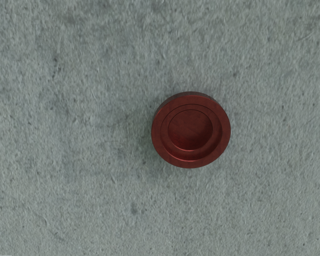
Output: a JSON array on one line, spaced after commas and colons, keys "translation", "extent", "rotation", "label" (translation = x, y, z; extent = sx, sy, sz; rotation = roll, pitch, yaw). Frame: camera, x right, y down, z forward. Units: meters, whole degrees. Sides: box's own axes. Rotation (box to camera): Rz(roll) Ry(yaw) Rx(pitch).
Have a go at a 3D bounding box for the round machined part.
[{"translation": [0.038, 0.000, 0.401], "extent": [0.099, 0.042, 0.097], "rotation": [0, 110, -1], "label": "round machined part"}]
